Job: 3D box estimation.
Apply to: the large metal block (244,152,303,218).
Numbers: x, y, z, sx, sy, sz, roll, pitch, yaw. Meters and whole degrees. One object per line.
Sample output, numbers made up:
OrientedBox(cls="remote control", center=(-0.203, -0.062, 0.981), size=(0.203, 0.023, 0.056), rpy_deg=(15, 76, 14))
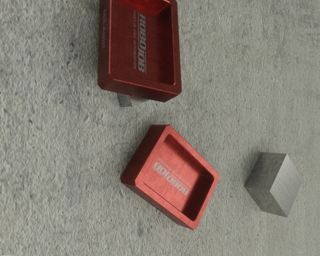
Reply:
OrientedBox(cls="large metal block", center=(0.207, 0.101, 0.562), size=(0.080, 0.050, 0.080), rpy_deg=(51, 60, -28))

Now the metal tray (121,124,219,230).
OrientedBox(cls="metal tray", center=(0.019, 0.067, 0.417), size=(0.130, 0.030, 0.090), rpy_deg=(44, 63, -31))

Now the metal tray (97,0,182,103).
OrientedBox(cls="metal tray", center=(-0.022, -0.101, 0.356), size=(0.091, 0.030, 0.129), rpy_deg=(9, 71, -33))

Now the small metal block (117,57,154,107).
OrientedBox(cls="small metal block", center=(-0.028, -0.057, 0.381), size=(0.050, 0.025, 0.050), rpy_deg=(-24, 106, -37))
